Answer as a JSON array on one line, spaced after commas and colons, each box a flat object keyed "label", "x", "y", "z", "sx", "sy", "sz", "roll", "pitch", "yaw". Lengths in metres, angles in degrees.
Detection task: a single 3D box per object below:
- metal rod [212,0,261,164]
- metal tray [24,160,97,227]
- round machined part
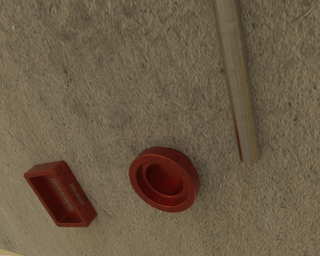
[{"label": "metal rod", "x": 0.071, "y": -0.095, "z": 0.310, "sx": 0.025, "sy": 0.025, "sz": 0.298, "roll": -2, "pitch": 118, "yaw": 29}, {"label": "metal tray", "x": -0.185, "y": 0.126, "z": 0.579, "sx": 0.090, "sy": 0.030, "sz": 0.129, "roll": -12, "pitch": 113, "yaw": 33}, {"label": "round machined part", "x": 0.010, "y": 0.066, "z": 0.432, "sx": 0.098, "sy": 0.042, "sz": 0.097, "roll": 13, "pitch": 124, "yaw": 21}]
